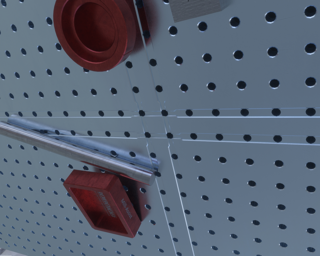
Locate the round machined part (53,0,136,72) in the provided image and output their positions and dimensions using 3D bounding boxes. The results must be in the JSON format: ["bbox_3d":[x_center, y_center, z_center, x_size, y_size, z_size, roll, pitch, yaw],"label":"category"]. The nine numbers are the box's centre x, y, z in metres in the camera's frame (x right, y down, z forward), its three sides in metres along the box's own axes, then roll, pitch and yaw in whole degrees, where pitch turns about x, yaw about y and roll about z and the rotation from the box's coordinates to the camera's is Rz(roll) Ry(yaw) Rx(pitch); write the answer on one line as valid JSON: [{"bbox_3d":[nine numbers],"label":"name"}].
[{"bbox_3d":[-0.071,-0.119,0.362,0.098,0.042,0.097,13,124,20],"label":"round machined part"}]

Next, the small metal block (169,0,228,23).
[{"bbox_3d":[0.035,-0.138,0.307,0.050,0.025,0.050,-4,117,29],"label":"small metal block"}]

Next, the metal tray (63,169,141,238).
[{"bbox_3d":[-0.094,0.128,0.518,0.090,0.030,0.129,3,131,26],"label":"metal tray"}]

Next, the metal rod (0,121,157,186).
[{"bbox_3d":[-0.148,0.037,0.509,0.301,0.025,0.025,15,125,19],"label":"metal rod"}]
